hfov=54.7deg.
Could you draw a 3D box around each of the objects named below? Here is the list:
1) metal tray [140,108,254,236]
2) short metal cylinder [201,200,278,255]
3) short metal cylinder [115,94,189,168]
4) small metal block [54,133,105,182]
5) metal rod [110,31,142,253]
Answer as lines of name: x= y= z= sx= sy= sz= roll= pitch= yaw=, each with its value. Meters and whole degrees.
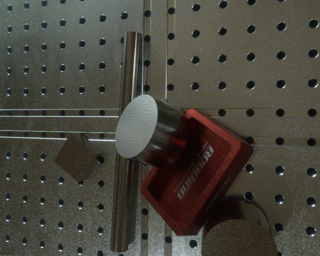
metal tray: x=0.039 y=0.052 z=0.376 sx=0.090 sy=0.030 sz=0.129 roll=41 pitch=104 yaw=41
short metal cylinder: x=0.089 y=0.131 z=0.358 sx=0.080 sy=0.050 sz=0.079 roll=2 pitch=101 yaw=9
short metal cylinder: x=-0.011 y=0.005 z=0.383 sx=0.080 sy=0.050 sz=0.080 roll=-26 pitch=53 yaw=41
small metal block: x=-0.119 y=0.042 z=0.454 sx=0.050 sy=0.025 sz=0.050 roll=37 pitch=102 yaw=16
metal rod: x=-0.047 y=0.020 z=0.428 sx=0.025 sy=0.025 sz=0.298 roll=4 pitch=91 yaw=20
